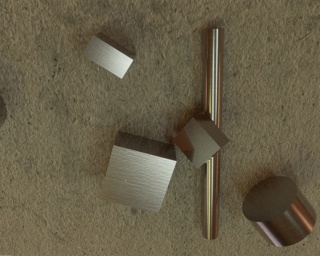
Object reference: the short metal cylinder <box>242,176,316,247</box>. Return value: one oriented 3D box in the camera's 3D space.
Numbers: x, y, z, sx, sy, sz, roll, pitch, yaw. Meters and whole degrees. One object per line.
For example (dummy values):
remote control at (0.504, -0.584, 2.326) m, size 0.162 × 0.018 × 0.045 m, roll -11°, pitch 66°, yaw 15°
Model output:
short metal cylinder at (0.162, 0.112, 0.424) m, size 0.080 × 0.080 × 0.050 m, roll -36°, pitch 106°, yaw 12°

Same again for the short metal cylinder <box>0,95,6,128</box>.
short metal cylinder at (-0.244, -0.018, 0.386) m, size 0.081 × 0.050 × 0.079 m, roll 0°, pitch 110°, yaw -1°

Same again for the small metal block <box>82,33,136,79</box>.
small metal block at (-0.058, -0.086, 0.364) m, size 0.050 × 0.050 × 0.025 m, roll 31°, pitch 107°, yaw -11°

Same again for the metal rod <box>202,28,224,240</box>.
metal rod at (0.070, 0.022, 0.418) m, size 0.025 × 0.025 × 0.298 m, roll -3°, pitch 110°, yaw 0°

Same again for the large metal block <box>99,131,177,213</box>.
large metal block at (-0.029, 0.058, 0.418) m, size 0.081 × 0.050 × 0.079 m, roll 15°, pitch 109°, yaw -6°

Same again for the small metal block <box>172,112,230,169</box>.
small metal block at (0.052, 0.016, 0.396) m, size 0.050 × 0.025 × 0.050 m, roll 50°, pitch 131°, yaw 13°
